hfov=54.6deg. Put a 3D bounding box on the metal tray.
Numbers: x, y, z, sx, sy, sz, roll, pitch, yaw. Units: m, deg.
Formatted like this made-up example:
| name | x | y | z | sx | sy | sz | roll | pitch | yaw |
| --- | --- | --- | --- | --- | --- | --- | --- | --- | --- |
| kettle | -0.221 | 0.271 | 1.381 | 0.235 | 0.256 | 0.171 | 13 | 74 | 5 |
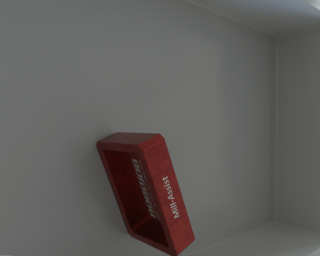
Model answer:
| name | x | y | z | sx | sy | sz | roll | pitch | yaw |
| --- | --- | --- | --- | --- | --- | --- | --- | --- | --- |
| metal tray | -0.018 | 0.070 | 0.348 | 0.030 | 0.090 | 0.129 | -28 | 107 | -37 |
